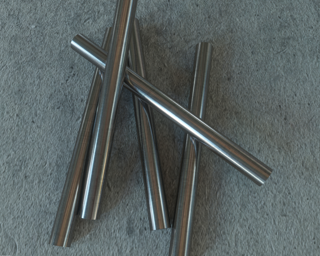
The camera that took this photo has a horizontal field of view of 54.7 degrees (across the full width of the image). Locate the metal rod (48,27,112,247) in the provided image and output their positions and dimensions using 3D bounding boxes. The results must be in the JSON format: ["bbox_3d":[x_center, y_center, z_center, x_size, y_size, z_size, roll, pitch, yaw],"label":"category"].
[{"bbox_3d":[-0.092,-0.003,0.408,0.025,0.025,0.299,9,70,3],"label":"metal rod"}]

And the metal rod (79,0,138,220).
[{"bbox_3d":[-0.060,-0.041,0.378,0.025,0.025,0.298,9,87,3],"label":"metal rod"}]

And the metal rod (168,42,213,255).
[{"bbox_3d":[0.042,0.021,0.400,0.025,0.025,0.299,8,70,3],"label":"metal rod"}]

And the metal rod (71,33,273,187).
[{"bbox_3d":[0.005,-0.030,0.391,0.300,0.025,0.025,37,74,12],"label":"metal rod"}]

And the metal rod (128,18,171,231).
[{"bbox_3d":[-0.022,-0.020,0.414,0.025,0.025,0.299,-8,70,-3],"label":"metal rod"}]
